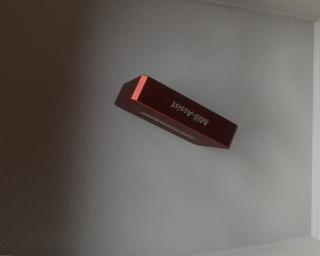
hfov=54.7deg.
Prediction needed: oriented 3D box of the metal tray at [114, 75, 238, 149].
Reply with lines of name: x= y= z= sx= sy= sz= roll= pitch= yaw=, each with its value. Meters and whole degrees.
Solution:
metal tray: x=0.017 y=-0.016 z=0.380 sx=0.131 sy=0.090 sz=0.030 roll=26 pitch=81 yaw=-19
